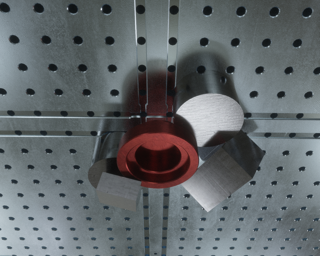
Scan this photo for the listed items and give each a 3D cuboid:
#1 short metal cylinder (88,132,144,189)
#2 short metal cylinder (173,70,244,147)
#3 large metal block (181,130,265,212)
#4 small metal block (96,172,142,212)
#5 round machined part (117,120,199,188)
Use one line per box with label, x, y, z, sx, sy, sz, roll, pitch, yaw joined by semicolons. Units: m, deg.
short metal cylinder;-0.057;0.052;0.438;0.081;0.050;0.079;0;130;0
short metal cylinder;0.056;-0.023;0.376;0.081;0.050;0.079;0;130;0
large metal block;0.085;0.053;0.413;0.050;0.080;0.080;46;122;7
small metal block;-0.052;0.083;0.400;0.050;0.025;0.050;14;149;4
round machined part;-0.002;0.028;0.386;0.099;0.042;0.097;0;130;0
